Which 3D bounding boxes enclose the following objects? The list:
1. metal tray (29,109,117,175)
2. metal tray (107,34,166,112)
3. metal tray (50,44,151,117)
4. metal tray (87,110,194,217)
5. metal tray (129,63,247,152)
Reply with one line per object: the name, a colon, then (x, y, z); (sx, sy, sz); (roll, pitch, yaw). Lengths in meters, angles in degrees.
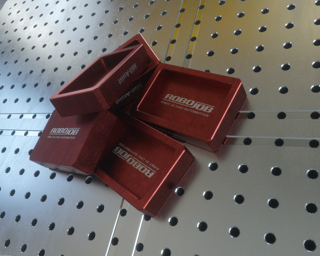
metal tray: (-0.127, 0.014, 0.442); (0.130, 0.030, 0.090); (-1, 61, 44)
metal tray: (-0.063, -0.081, 0.488); (0.130, 0.030, 0.090); (-34, 50, 5)
metal tray: (-0.080, -0.069, 0.435); (0.090, 0.030, 0.130); (-6, 35, 34)
metal tray: (-0.034, 0.039, 0.398); (0.130, 0.030, 0.090); (28, 78, 37)
metal tray: (0.034, -0.032, 0.406); (0.130, 0.030, 0.090); (20, 73, 35)
